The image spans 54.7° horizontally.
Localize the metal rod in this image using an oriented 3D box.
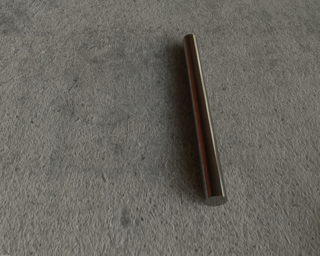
[{"bbox_3d":[0.056,-0.035,0.433,0.025,0.025,0.300,-1,50,-2],"label":"metal rod"}]
